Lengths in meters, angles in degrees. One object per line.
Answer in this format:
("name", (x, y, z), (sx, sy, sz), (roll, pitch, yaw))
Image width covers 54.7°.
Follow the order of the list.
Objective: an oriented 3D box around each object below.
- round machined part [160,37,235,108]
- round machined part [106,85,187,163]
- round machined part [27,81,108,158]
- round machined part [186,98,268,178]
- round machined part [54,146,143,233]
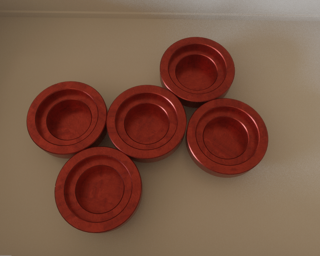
("round machined part", (0.049, -0.072, 0.424), (0.099, 0.042, 0.098), (0, 70, 0))
("round machined part", (-0.016, -0.003, 0.398), (0.099, 0.042, 0.098), (0, 70, 0))
("round machined part", (-0.114, -0.008, 0.400), (0.099, 0.042, 0.098), (0, 70, 0))
("round machined part", (0.082, 0.015, 0.393), (0.099, 0.042, 0.098), (0, 70, 0))
("round machined part", (-0.070, 0.074, 0.370), (0.099, 0.042, 0.098), (0, 70, 0))
